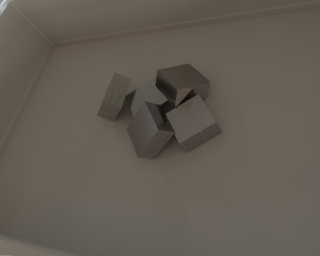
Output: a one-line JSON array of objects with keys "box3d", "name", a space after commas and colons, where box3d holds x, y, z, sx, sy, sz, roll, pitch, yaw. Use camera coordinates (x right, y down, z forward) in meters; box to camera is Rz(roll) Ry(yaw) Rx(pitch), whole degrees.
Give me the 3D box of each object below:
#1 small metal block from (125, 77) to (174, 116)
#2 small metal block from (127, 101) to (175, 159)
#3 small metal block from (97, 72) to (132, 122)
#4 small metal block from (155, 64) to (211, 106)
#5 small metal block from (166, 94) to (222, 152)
[{"box3d": [-0.015, -0.034, 0.431, 0.050, 0.025, 0.050, -33, 52, 6], "name": "small metal block"}, {"box3d": [-0.013, 0.003, 0.392, 0.050, 0.025, 0.050, -54, 44, 31], "name": "small metal block"}, {"box3d": [-0.067, -0.044, 0.446, 0.050, 0.025, 0.050, 138, 151, -61], "name": "small metal block"}, {"box3d": [0.029, -0.058, 0.408, 0.050, 0.025, 0.050, -17, 46, -26], "name": "small metal block"}, {"box3d": [0.041, -0.006, 0.385, 0.050, 0.025, 0.050, -31, 52, 7], "name": "small metal block"}]
